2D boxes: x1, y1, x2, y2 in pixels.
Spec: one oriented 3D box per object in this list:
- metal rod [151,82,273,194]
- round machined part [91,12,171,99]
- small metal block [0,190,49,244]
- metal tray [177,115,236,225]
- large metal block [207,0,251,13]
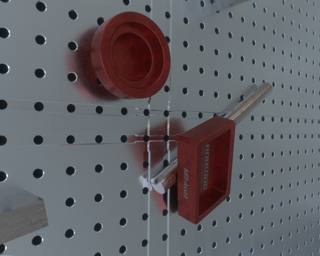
[{"bbox_3d":[0.097,0.002,0.491,0.302,0.025,0.025,-37,113,-34],"label":"metal rod"},{"bbox_3d":[-0.038,-0.082,0.367,0.099,0.042,0.097,0,90,-40],"label":"round machined part"},{"bbox_3d":[-0.137,0.080,0.279,0.050,0.050,0.025,-14,99,-39],"label":"small metal block"},{"bbox_3d":[0.065,0.057,0.432,0.091,0.030,0.129,-26,125,-40],"label":"metal tray"},{"bbox_3d":[0.113,-0.235,0.487,0.081,0.050,0.080,-30,109,-36],"label":"large metal block"}]
